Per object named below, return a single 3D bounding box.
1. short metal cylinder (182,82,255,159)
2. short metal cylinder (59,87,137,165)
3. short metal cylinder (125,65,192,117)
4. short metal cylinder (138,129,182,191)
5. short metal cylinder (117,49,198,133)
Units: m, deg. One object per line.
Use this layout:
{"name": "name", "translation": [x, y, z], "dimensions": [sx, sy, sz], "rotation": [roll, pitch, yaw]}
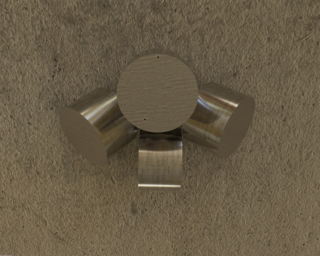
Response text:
{"name": "short metal cylinder", "translation": [0.071, -0.009, 0.373], "dimensions": [0.050, 0.081, 0.079], "rotation": [28, 113, 31]}
{"name": "short metal cylinder", "translation": [-0.074, -0.002, 0.374], "dimensions": [0.080, 0.050, 0.079], "rotation": [28, 139, 28]}
{"name": "short metal cylinder", "translation": [0.000, -0.042, 0.382], "dimensions": [0.081, 0.050, 0.079], "rotation": [0, 110, -1]}
{"name": "short metal cylinder", "translation": [0.000, 0.039, 0.395], "dimensions": [0.050, 0.080, 0.079], "rotation": [2, 110, -1]}
{"name": "short metal cylinder", "translation": [-0.002, -0.041, 0.328], "dimensions": [0.081, 0.050, 0.079], "rotation": [0, 110, -1]}
